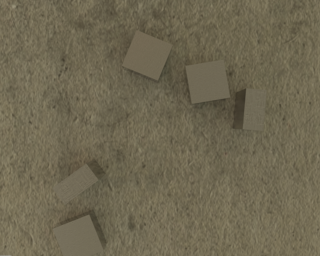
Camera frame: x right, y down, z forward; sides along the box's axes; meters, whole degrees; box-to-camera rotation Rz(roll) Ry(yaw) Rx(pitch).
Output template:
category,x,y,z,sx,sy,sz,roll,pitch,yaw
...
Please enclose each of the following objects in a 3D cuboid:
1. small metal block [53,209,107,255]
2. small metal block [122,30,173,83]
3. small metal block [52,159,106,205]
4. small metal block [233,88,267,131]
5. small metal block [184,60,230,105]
category,x,y,z,sx,sy,sz,roll,pitch,yaw
small metal block,-0.105,0.143,0.409,0.050,0.025,0.050,-22,90,-1
small metal block,-0.016,-0.093,0.410,0.050,0.025,0.050,22,90,-1
small metal block,-0.101,0.067,0.396,0.050,0.050,0.025,-36,90,0
small metal block,0.114,-0.022,0.399,0.025,0.050,0.050,5,90,0
small metal block,0.062,-0.060,0.411,0.050,0.025,0.050,-10,90,-1
